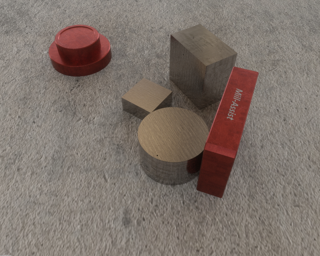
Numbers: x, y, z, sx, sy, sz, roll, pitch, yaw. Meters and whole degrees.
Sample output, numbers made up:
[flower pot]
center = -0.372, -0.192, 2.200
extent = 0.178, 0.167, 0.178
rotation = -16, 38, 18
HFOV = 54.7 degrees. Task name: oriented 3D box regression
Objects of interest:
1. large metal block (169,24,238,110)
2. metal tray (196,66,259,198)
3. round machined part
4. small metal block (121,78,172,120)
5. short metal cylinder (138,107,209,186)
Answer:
[large metal block]
center = 0.057, -0.087, 0.441
extent = 0.050, 0.080, 0.080
rotation = -25, 55, -20
[metal tray]
center = 0.079, 0.003, 0.359
extent = 0.030, 0.090, 0.130
rotation = 16, 52, 13
[round machined part]
center = -0.130, -0.131, 0.501
extent = 0.099, 0.042, 0.098
rotation = 0, 50, 0
[small metal block]
center = -0.018, -0.038, 0.436
extent = 0.050, 0.025, 0.050
rotation = 28, 55, 21
[short metal cylinder]
center = 0.015, 0.021, 0.369
extent = 0.081, 0.050, 0.080
rotation = 0, 50, 0
